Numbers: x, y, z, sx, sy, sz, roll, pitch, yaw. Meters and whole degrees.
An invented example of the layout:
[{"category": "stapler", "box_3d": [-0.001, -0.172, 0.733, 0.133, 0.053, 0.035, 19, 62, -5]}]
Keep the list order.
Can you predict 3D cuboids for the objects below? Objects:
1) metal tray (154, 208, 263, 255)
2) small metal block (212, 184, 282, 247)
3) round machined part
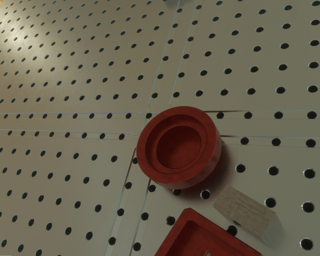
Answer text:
[{"category": "metal tray", "box_3d": [0.029, 0.155, 0.293, 0.090, 0.030, 0.130, 26, 76, 36]}, {"category": "small metal block", "box_3d": [0.084, 0.084, 0.296, 0.050, 0.050, 0.025, 29, 78, 37]}, {"category": "round machined part", "box_3d": [0.025, 0.026, 0.367, 0.098, 0.042, 0.098, -13, 56, 20]}]
